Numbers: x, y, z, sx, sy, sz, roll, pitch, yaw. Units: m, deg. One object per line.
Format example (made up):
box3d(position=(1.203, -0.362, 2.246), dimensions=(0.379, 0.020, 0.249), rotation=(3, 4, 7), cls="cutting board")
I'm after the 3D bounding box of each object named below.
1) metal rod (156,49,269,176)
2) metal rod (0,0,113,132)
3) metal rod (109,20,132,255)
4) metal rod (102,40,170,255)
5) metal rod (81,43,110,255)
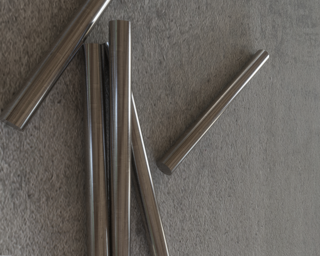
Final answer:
box3d(position=(0.096, -0.039, 0.487), dimensions=(0.301, 0.025, 0.025), rotation=(-46, 118, -30), cls="metal rod")
box3d(position=(-0.076, -0.129, 0.341), dimensions=(0.025, 0.025, 0.300), rotation=(41, 65, -33), cls="metal rod")
box3d(position=(-0.045, 0.034, 0.350), dimensions=(0.025, 0.025, 0.298), rotation=(-5, 99, -40), cls="metal rod")
box3d(position=(-0.026, 0.045, 0.384), dimensions=(0.025, 0.025, 0.298), rotation=(-20, 103, -39), cls="metal rod")
box3d(position=(-0.071, 0.058, 0.346), dimensions=(0.025, 0.025, 0.298), rotation=(-2, 92, -40), cls="metal rod")
